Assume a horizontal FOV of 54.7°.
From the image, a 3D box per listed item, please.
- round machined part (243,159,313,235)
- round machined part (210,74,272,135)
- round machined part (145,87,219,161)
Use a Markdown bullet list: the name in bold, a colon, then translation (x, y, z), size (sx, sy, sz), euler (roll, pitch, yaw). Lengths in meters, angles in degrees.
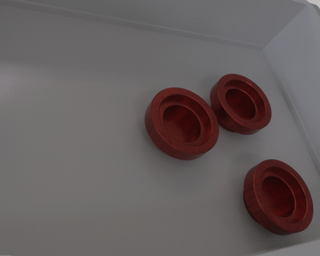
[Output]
- **round machined part**: translation (0.153, 0.095, 0.419), size (0.099, 0.042, 0.098), euler (14, 56, -21)
- **round machined part**: translation (0.119, -0.032, 0.478), size (0.099, 0.042, 0.098), euler (14, 56, -21)
- **round machined part**: translation (0.025, -0.002, 0.409), size (0.099, 0.042, 0.098), euler (14, 56, -21)
